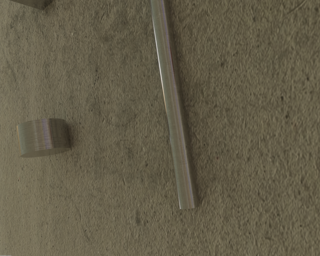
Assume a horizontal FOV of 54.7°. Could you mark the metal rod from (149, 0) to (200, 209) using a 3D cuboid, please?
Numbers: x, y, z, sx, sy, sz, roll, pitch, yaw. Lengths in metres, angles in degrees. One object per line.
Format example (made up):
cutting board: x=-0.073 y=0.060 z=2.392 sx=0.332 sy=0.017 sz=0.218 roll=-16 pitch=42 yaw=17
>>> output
metal rod: x=0.015 y=-0.051 z=0.390 sx=0.025 sy=0.025 sz=0.298 roll=-13 pitch=82 yaw=39

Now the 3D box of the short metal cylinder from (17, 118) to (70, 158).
short metal cylinder: x=-0.198 y=0.018 z=0.529 sx=0.080 sy=0.081 sz=0.050 roll=-19 pitch=78 yaw=38

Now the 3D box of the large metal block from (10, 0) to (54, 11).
large metal block: x=-0.244 y=-0.275 z=0.567 sx=0.050 sy=0.081 sz=0.080 roll=-19 pitch=78 yaw=38
